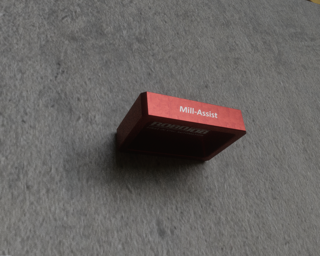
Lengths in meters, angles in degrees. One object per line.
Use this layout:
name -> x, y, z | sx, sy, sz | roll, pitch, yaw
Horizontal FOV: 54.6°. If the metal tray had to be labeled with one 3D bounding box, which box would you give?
metal tray -> 0.024, 0.004, 0.371 | 0.131, 0.090, 0.030 | 9, 58, -24
